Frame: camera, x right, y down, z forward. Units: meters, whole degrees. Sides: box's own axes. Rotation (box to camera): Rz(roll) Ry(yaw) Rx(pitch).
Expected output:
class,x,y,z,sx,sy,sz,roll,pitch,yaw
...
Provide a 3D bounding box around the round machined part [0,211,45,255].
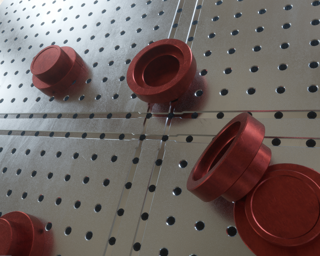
class,x,y,z,sx,sy,sz,roll,pitch,yaw
round machined part,-0.205,0.157,0.406,0.098,0.042,0.098,-13,56,20

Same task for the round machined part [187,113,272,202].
class,x,y,z,sx,sy,sz,roll,pitch,yaw
round machined part,0.073,0.035,0.314,0.042,0.098,0.098,37,80,-2

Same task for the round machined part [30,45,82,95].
class,x,y,z,sx,sy,sz,roll,pitch,yaw
round machined part,-0.195,-0.112,0.566,0.098,0.042,0.098,-13,56,20

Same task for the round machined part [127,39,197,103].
class,x,y,z,sx,sy,sz,roll,pitch,yaw
round machined part,0.006,-0.076,0.440,0.098,0.042,0.098,-13,56,20

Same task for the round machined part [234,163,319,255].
class,x,y,z,sx,sy,sz,roll,pitch,yaw
round machined part,0.117,0.077,0.288,0.098,0.042,0.098,-13,56,20
